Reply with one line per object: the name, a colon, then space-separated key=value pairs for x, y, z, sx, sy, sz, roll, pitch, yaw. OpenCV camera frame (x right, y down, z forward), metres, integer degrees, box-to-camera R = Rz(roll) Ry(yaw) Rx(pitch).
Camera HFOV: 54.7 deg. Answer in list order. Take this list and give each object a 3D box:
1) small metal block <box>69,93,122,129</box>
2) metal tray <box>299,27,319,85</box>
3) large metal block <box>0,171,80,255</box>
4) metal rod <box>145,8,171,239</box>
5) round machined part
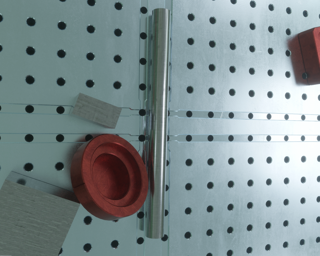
small metal block: x=-0.079 y=-0.019 z=0.371 sx=0.050 sy=0.050 sz=0.025 roll=21 pitch=83 yaw=-19
metal tray: x=0.303 y=-0.130 z=0.524 sx=0.131 sy=0.030 sz=0.089 roll=-16 pitch=96 yaw=-20
large metal block: x=-0.146 y=0.103 z=0.345 sx=0.080 sy=0.050 sz=0.080 roll=25 pitch=83 yaw=-19
metal rod: x=-0.002 y=-0.006 z=0.412 sx=0.025 sy=0.025 sz=0.298 roll=2 pitch=89 yaw=-20
round machined part: x=-0.063 y=0.059 z=0.364 sx=0.098 sy=0.042 sz=0.098 roll=30 pitch=46 yaw=-38
